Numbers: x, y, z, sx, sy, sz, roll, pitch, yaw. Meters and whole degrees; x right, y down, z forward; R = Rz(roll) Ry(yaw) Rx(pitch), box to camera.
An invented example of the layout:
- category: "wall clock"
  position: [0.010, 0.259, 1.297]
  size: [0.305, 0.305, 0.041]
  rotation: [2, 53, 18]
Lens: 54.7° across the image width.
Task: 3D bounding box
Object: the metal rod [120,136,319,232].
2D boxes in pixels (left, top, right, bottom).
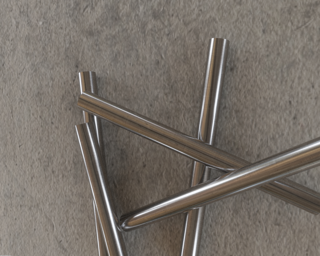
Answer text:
- category: "metal rod"
  position: [0.065, 0.068, 0.347]
  size: [0.299, 0.025, 0.025]
  rotation: [-29, 81, 32]

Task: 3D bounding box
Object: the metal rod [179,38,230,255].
- category: "metal rod"
  position: [0.053, 0.040, 0.389]
  size: [0.025, 0.025, 0.298]
  rotation: [9, 93, 19]

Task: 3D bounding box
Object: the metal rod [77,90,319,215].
- category: "metal rod"
  position: [0.040, 0.025, 0.365]
  size: [0.301, 0.025, 0.025]
  rotation: [24, 98, 8]

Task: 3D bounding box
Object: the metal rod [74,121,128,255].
- category: "metal rod"
  position: [-0.064, 0.139, 0.413]
  size: [0.025, 0.025, 0.298]
  rotation: [-14, 92, 19]

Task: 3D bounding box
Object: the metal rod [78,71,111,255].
- category: "metal rod"
  position: [-0.087, 0.069, 0.438]
  size: [0.025, 0.025, 0.298]
  rotation: [-8, 87, 19]
